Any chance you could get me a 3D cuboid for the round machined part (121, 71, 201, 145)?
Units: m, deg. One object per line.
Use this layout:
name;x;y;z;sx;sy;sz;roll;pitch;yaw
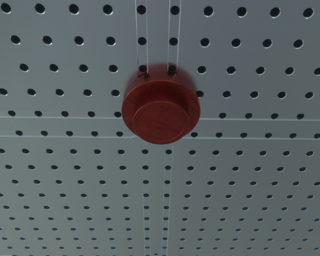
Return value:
round machined part;0.001;-0.017;0.385;0.099;0.042;0.097;0;130;0
